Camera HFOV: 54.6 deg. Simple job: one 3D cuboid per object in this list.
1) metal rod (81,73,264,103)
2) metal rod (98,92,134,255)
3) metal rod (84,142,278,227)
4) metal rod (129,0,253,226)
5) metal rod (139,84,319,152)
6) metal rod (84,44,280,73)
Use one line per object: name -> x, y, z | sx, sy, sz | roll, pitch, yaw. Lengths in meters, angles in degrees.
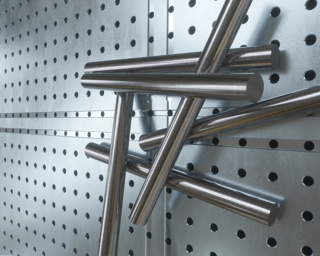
metal rod -> -0.017, -0.053, 0.370 | 0.300, 0.025, 0.025 | 12, 98, 49
metal rod -> -0.060, 0.078, 0.417 | 0.025, 0.025, 0.299 | -6, 74, 40
metal rod -> 0.001, 0.062, 0.409 | 0.300, 0.025, 0.025 | 13, 98, 39
metal rod -> 0.028, -0.012, 0.352 | 0.025, 0.025, 0.298 | 37, 112, 34
metal rod -> 0.092, -0.012, 0.333 | 0.299, 0.025, 0.025 | -16, 80, 39
metal rod -> 0.002, -0.083, 0.408 | 0.300, 0.025, 0.025 | 5, 94, 40
